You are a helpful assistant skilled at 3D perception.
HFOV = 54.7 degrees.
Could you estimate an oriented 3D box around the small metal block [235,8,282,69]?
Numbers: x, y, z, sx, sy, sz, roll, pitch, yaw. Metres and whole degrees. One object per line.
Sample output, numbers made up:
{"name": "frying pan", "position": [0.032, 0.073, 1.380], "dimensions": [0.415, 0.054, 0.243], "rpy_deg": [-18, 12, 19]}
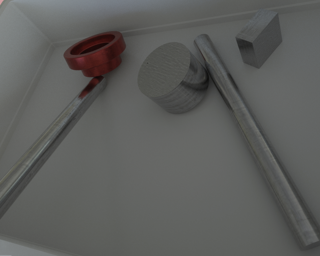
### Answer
{"name": "small metal block", "position": [0.126, -0.113, 0.392], "dimensions": [0.050, 0.050, 0.025], "rpy_deg": [-49, 52, -7]}

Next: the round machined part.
{"name": "round machined part", "position": [-0.101, -0.117, 0.503], "dimensions": [0.098, 0.042, 0.098], "rpy_deg": [-13, 34, 9]}

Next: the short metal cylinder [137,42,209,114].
{"name": "short metal cylinder", "position": [0.017, -0.066, 0.411], "dimensions": [0.080, 0.050, 0.080], "rpy_deg": [-17, 58, 30]}

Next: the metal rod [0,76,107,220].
{"name": "metal rod", "position": [-0.135, 0.013, 0.388], "dimensions": [0.025, 0.025, 0.301], "rpy_deg": [-8, 33, 23]}

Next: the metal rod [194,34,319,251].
{"name": "metal rod", "position": [0.098, -0.012, 0.360], "dimensions": [0.025, 0.025, 0.299], "rpy_deg": [-27, 53, 11]}
